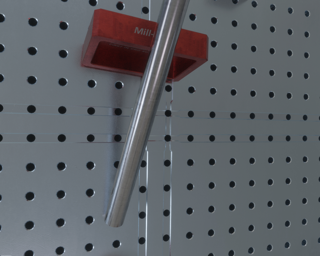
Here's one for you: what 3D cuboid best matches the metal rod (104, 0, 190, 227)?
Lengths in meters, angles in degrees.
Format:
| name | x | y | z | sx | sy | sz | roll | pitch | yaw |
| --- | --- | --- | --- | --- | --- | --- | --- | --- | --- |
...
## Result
| name | x | y | z | sx | sy | sz | roll | pitch | yaw |
| --- | --- | --- | --- | --- | --- | --- | --- | --- | --- |
| metal rod | -0.018 | -0.015 | 0.339 | 0.025 | 0.025 | 0.298 | 9 | 113 | -20 |

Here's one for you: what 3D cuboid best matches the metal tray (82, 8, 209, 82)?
| name | x | y | z | sx | sy | sz | roll | pitch | yaw |
| --- | --- | --- | --- | --- | --- | --- | --- | --- | --- |
| metal tray | -0.020 | -0.092 | 0.368 | 0.131 | 0.090 | 0.030 | 7 | 79 | -20 |
